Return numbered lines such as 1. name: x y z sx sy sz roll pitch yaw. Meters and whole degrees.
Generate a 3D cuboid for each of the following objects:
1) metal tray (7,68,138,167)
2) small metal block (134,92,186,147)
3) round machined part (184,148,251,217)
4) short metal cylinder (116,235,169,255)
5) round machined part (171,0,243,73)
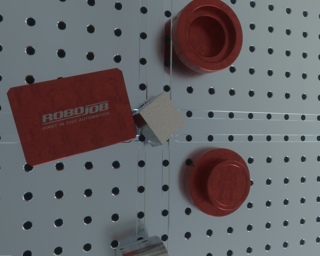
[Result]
1. metal tray: -0.102 -0.015 0.373 0.131 0.030 0.089 -15 95 -20
2. small metal block: -0.002 -0.011 0.406 0.050 0.025 0.050 -43 105 -32
3. round machined part: 0.087 0.077 0.437 0.099 0.042 0.097 0 90 -21
4. short metal cylinder: -0.019 0.179 0.378 0.050 0.080 0.079 -10 94 -20
5. round machined part: 0.061 -0.124 0.427 0.099 0.042 0.097 0 90 -21
